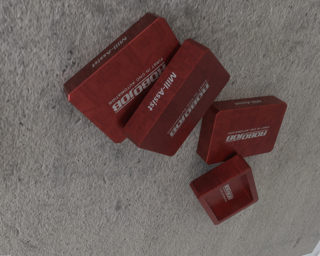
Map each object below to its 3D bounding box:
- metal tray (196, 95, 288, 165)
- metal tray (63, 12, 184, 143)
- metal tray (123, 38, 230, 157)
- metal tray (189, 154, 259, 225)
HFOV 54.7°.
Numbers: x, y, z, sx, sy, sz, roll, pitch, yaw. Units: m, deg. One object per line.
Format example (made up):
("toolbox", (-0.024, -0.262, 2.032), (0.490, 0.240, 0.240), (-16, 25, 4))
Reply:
("metal tray", (0.125, 0.002, 0.473), (0.131, 0.030, 0.089), (-8, 122, -25))
("metal tray", (-0.030, -0.054, 0.354), (0.130, 0.030, 0.090), (-41, 130, 0))
("metal tray", (0.023, -0.030, 0.372), (0.130, 0.030, 0.090), (-54, 150, 7))
("metal tray", (0.109, 0.105, 0.505), (0.090, 0.030, 0.130), (-31, 140, 0))
